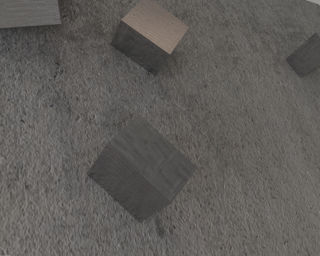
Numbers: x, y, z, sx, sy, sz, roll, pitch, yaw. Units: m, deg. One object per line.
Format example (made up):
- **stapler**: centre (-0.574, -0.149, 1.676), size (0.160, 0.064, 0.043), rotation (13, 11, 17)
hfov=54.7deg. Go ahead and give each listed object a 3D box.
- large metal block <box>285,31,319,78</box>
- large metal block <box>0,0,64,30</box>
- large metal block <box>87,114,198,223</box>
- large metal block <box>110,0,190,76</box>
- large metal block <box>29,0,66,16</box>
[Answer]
- **large metal block**: centre (0.321, -0.155, 0.636), size (0.081, 0.080, 0.050), rotation (-25, 76, -37)
- **large metal block**: centre (-0.161, -0.158, 0.358), size (0.081, 0.050, 0.079), rotation (-8, 107, -12)
- **large metal block**: centre (-0.022, 0.046, 0.329), size (0.080, 0.080, 0.050), rotation (43, 51, 1)
- **large metal block**: centre (-0.014, -0.138, 0.465), size (0.080, 0.050, 0.080), rotation (34, 51, -6)
- **large metal block**: centre (-0.168, -0.206, 0.423), size (0.080, 0.050, 0.080), rotation (25, 53, -13)
